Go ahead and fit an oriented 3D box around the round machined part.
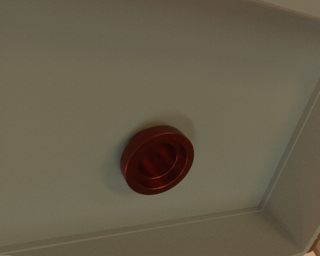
[{"bbox_3d":[-0.007,0.039,0.417,0.099,0.042,0.097,-14,124,-21],"label":"round machined part"}]
